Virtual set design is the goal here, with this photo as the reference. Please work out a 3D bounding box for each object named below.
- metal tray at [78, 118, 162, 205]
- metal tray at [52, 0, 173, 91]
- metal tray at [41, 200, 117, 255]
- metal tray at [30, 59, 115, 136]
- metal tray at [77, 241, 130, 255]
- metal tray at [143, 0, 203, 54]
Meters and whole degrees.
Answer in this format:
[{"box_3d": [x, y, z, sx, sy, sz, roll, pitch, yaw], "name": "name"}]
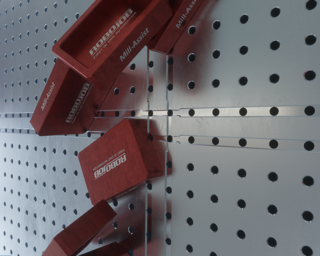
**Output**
[{"box_3d": [-0.064, 0.053, 0.461, 0.130, 0.030, 0.090, -33, 70, 35], "name": "metal tray"}, {"box_3d": [-0.059, -0.118, 0.377, 0.090, 0.030, 0.130, 37, 84, 33], "name": "metal tray"}, {"box_3d": [-0.125, 0.165, 0.452, 0.030, 0.091, 0.129, 47, 131, 9], "name": "metal tray"}, {"box_3d": [-0.132, -0.046, 0.476, 0.030, 0.091, 0.129, 48, 118, 26], "name": "metal tray"}, {"box_3d": [-0.101, 0.240, 0.451, 0.030, 0.091, 0.129, 26, 106, 37], "name": "metal tray"}, {"box_3d": [0.009, -0.174, 0.399, 0.090, 0.030, 0.129, 51, 120, 28], "name": "metal tray"}]
